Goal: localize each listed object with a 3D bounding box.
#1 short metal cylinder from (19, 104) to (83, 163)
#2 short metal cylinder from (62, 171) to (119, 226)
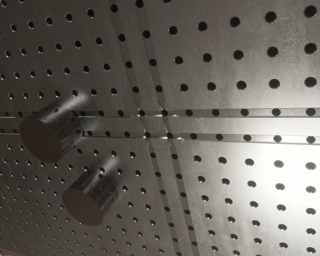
[{"bbox_3d":[-0.170,0.008,0.487,0.080,0.050,0.079,13,124,20],"label":"short metal cylinder"},{"bbox_3d":[-0.118,0.120,0.529,0.080,0.050,0.079,13,124,20],"label":"short metal cylinder"}]
